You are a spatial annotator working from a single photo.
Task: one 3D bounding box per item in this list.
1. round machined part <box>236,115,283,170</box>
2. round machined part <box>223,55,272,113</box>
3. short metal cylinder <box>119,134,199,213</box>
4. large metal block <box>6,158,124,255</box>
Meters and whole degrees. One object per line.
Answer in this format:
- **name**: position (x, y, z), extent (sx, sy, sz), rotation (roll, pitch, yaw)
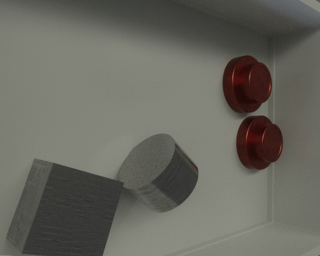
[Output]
- **round machined part**: position (0.183, 0.026, 0.553), extent (0.099, 0.042, 0.097), rotation (0, 90, -40)
- **round machined part**: position (0.154, -0.075, 0.528), extent (0.099, 0.042, 0.097), rotation (0, 90, -40)
- **short metal cylinder**: position (-0.002, 0.053, 0.372), extent (0.050, 0.080, 0.080), rotation (49, 61, -29)
- **large metal block**: position (-0.094, 0.082, 0.313), extent (0.080, 0.050, 0.080), rotation (25, 74, -38)
